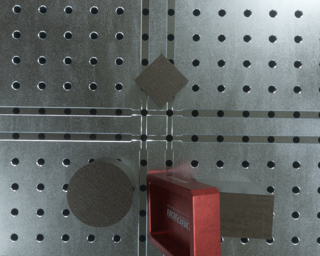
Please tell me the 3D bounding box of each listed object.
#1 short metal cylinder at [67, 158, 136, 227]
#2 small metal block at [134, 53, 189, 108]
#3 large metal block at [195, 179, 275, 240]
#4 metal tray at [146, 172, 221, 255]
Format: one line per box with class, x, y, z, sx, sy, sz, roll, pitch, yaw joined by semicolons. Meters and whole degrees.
short metal cylinder;-0.073;0.081;0.400;0.081;0.050;0.079;0;90;0
small metal block;0.002;-0.062;0.413;0.050;0.025;0.050;-44;90;0
large metal block;0.086;0.098;0.387;0.081;0.080;0.050;4;90;0
metal tray;0.021;0.105;0.360;0.030;0.130;0.089;-1;90;-23
